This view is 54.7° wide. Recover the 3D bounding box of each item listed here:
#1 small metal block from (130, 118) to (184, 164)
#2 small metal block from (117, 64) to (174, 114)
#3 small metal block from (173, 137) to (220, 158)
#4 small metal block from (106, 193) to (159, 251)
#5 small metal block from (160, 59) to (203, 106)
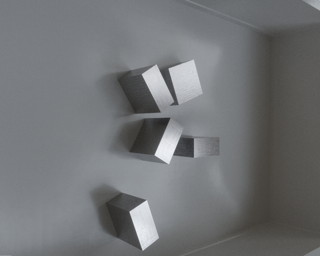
[{"bbox_3d":[-0.004,0.015,0.386,0.025,0.050,0.050,36,68,-34],"label":"small metal block"},{"bbox_3d":[-0.018,-0.046,0.375,0.025,0.050,0.050,-41,115,-32],"label":"small metal block"},{"bbox_3d":[0.047,0.025,0.429,0.050,0.050,0.025,0,90,-40],"label":"small metal block"},{"bbox_3d":[-0.033,0.108,0.363,0.025,0.050,0.050,-26,107,-37],"label":"small metal block"},{"bbox_3d":[0.028,-0.063,0.430,0.050,0.025,0.050,-27,107,-37],"label":"small metal block"}]
